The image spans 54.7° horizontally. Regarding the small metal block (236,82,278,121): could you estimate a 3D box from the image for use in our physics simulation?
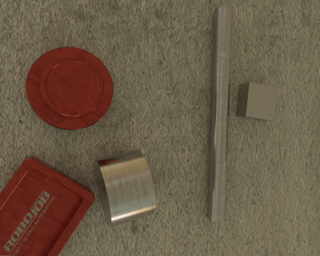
[{"bbox_3d":[0.144,-0.038,0.463,0.050,0.025,0.050,8,87,-20],"label":"small metal block"}]

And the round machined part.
[{"bbox_3d":[-0.103,-0.046,0.362,0.099,0.042,0.097,0,90,-20],"label":"round machined part"}]

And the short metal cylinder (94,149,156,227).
[{"bbox_3d":[-0.043,0.069,0.364,0.050,0.080,0.080,-12,94,-20],"label":"short metal cylinder"}]

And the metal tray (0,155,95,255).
[{"bbox_3d":[-0.148,0.108,0.351,0.090,0.030,0.130,36,78,-17],"label":"metal tray"}]

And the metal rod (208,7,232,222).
[{"bbox_3d":[0.085,-0.019,0.440,0.025,0.025,0.298,2,89,-20],"label":"metal rod"}]
